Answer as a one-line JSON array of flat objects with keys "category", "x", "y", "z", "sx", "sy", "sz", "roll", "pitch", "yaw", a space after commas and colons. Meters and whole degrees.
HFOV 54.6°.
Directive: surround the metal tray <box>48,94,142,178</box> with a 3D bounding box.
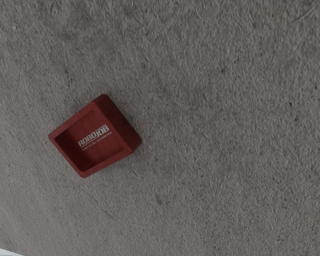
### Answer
[{"category": "metal tray", "x": -0.101, "y": 0.017, "z": 0.467, "sx": 0.130, "sy": 0.030, "sz": 0.090, "roll": -29, "pitch": 103, "yaw": 37}]
